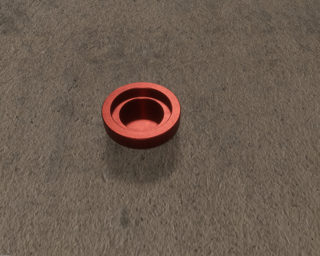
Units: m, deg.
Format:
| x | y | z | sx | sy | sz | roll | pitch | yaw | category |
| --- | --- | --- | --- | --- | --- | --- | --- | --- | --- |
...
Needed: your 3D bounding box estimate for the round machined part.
| x | y | z | sx | sy | sz | roll | pitch | yaw | category |
| --- | --- | --- | --- | --- | --- | --- | --- | --- | --- |
| -0.023 | -0.011 | 0.401 | 0.099 | 0.042 | 0.098 | 0 | 50 | 0 | round machined part |
